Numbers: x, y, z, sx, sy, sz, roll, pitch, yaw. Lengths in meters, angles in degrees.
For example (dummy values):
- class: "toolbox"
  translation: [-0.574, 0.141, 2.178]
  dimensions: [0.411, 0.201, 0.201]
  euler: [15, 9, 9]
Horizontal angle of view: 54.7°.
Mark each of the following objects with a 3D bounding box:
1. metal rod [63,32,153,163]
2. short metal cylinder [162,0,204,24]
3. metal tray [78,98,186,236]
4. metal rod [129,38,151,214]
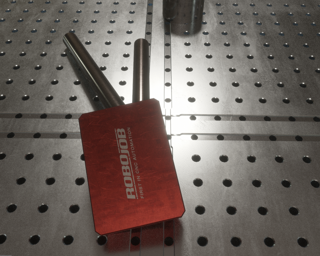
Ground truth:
- class: "metal rod"
  translation: [-0.084, -0.062, 0.439]
  dimensions: [0.025, 0.025, 0.300]
  euler: [-22, 48, -18]
- class: "short metal cylinder"
  translation: [0.045, -0.246, 0.599]
  dimensions: [0.081, 0.050, 0.080]
  euler: [0, 50, 0]
- class: "metal tray"
  translation: [-0.031, 0.040, 0.334]
  dimensions: [0.091, 0.030, 0.129]
  euler: [-13, 72, -1]
- class: "metal rod"
  translation: [-0.026, -0.027, 0.429]
  dimensions: [0.025, 0.025, 0.300]
  euler: [-1, 50, -2]
